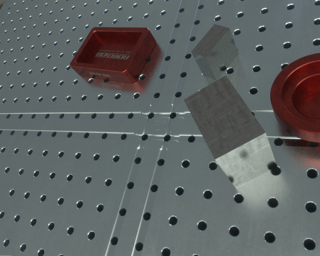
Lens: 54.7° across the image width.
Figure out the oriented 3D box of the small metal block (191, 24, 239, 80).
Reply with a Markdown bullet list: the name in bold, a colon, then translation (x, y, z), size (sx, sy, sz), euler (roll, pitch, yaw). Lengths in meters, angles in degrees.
- **small metal block**: translation (0.075, -0.101, 0.415), size (0.025, 0.050, 0.050), euler (33, 80, 38)

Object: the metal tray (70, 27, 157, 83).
- **metal tray**: translation (-0.081, -0.127, 0.525), size (0.130, 0.030, 0.090), euler (13, 68, 33)

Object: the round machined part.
- **round machined part**: translation (0.170, -0.028, 0.325), size (0.098, 0.042, 0.098), euler (-13, 56, 21)

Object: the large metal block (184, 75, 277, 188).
- **large metal block**: translation (0.075, 0.006, 0.330), size (0.050, 0.080, 0.080), euler (-30, 52, 9)
